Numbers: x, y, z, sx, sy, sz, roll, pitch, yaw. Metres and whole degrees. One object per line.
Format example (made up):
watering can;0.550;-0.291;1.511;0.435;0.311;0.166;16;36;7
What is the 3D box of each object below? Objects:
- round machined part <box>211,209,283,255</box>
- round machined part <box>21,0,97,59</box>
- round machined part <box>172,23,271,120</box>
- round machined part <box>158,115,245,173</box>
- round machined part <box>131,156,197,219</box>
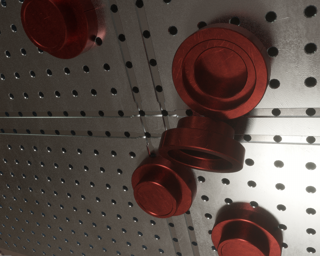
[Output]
round machined part;0.120;0.167;0.440;0.098;0.042;0.097;13;124;20
round machined part;-0.131;-0.133;0.385;0.098;0.042;0.097;13;124;20
round machined part;0.066;-0.061;0.327;0.098;0.042;0.097;13;124;20
round machined part;0.050;0.018;0.364;0.099;0.042;0.098;12;161;5
round machined part;0.000;0.094;0.456;0.098;0.042;0.097;13;124;20
